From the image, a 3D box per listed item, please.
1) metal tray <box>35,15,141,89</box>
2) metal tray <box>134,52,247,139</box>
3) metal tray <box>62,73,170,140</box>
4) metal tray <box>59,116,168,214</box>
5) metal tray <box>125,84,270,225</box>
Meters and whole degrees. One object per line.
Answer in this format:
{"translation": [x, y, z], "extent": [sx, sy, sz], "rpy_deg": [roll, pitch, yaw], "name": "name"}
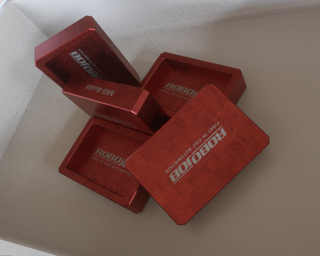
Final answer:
{"translation": [-0.095, -0.081, 0.433], "extent": [0.090, 0.130, 0.030], "rpy_deg": [-27, 53, 12], "name": "metal tray"}
{"translation": [0.034, -0.047, 0.410], "extent": [0.130, 0.030, 0.090], "rpy_deg": [23, 74, 36], "name": "metal tray"}
{"translation": [-0.053, -0.024, 0.401], "extent": [0.130, 0.090, 0.030], "rpy_deg": [17, 71, 34], "name": "metal tray"}
{"translation": [-0.061, 0.043, 0.403], "extent": [0.130, 0.030, 0.090], "rpy_deg": [17, 70, 34], "name": "metal tray"}
{"translation": [0.039, 0.028, 0.337], "extent": [0.130, 0.030, 0.090], "rpy_deg": [-43, 80, -2], "name": "metal tray"}
